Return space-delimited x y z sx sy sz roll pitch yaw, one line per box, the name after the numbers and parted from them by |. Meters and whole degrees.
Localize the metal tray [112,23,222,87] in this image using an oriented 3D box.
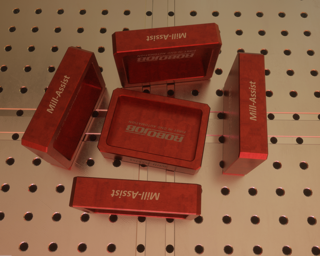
0.008 -0.093 0.411 0.131 0.090 0.030 -6 70 -2 | metal tray

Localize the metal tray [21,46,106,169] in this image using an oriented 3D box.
-0.112 -0.022 0.385 0.030 0.090 0.130 17 71 6 | metal tray

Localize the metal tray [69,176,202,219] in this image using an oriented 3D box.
-0.024 0.081 0.348 0.131 0.090 0.030 3 70 1 | metal tray

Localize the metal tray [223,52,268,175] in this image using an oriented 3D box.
0.102 -0.015 0.383 0.030 0.090 0.130 4 70 1 | metal tray

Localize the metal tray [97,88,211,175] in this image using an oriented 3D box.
-0.006 0.003 0.407 0.131 0.030 0.090 11 70 3 | metal tray
